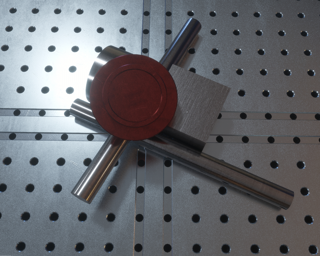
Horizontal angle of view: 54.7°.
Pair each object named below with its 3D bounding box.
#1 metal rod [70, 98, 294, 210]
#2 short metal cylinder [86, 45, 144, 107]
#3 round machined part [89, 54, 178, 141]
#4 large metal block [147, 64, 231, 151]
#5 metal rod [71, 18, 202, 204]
[{"bbox_3d":[0.022,0.030,0.400,0.301,0.025,0.025,23,72,8],"label":"metal rod"},{"bbox_3d":[-0.053,-0.060,0.403,0.050,0.080,0.080,24,72,8],"label":"short metal cylinder"},{"bbox_3d":[-0.029,-0.034,0.345,0.099,0.042,0.097,0,90,-7],"label":"round machined part"},{"bbox_3d":[0.035,-0.024,0.404,0.080,0.050,0.080,24,72,8],"label":"large metal block"},{"bbox_3d":[-0.018,-0.039,0.405,0.025,0.025,0.300,27,64,9],"label":"metal rod"}]
